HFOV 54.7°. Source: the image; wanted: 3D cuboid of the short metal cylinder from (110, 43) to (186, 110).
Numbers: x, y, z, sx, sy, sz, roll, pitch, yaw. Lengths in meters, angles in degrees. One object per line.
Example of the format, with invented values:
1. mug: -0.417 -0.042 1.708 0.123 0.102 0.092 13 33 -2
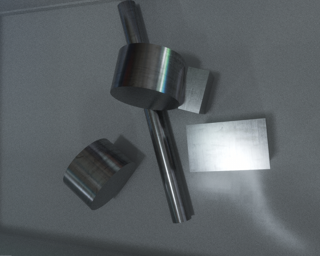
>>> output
1. short metal cylinder: -0.013 -0.057 0.360 0.080 0.080 0.050 6 77 19

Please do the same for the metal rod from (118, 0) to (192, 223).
1. metal rod: -0.009 -0.025 0.412 0.025 0.025 0.298 -16 85 19

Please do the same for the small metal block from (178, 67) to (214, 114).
1. small metal block: 0.046 -0.044 0.380 0.025 0.050 0.050 15 95 15

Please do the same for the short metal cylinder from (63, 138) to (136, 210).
1. short metal cylinder: -0.078 0.060 0.408 0.050 0.080 0.080 39 102 15

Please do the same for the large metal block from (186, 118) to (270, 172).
1. large metal block: 0.081 0.018 0.352 0.080 0.080 0.050 -5 88 19
